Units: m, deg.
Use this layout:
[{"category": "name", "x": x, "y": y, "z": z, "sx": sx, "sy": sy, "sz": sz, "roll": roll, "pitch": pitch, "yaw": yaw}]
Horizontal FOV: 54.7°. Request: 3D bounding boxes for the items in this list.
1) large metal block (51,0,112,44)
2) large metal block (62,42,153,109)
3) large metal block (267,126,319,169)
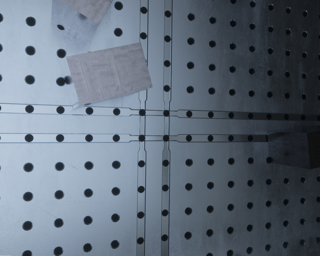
[{"category": "large metal block", "x": -0.081, "y": -0.153, "z": 0.354, "sx": 0.050, "sy": 0.080, "sz": 0.080, "roll": 29, "pitch": 80, "yaw": -18}, {"category": "large metal block", "x": -0.064, "y": -0.058, "z": 0.360, "sx": 0.081, "sy": 0.080, "sz": 0.050, "roll": -17, "pitch": 96, "yaw": -20}, {"category": "large metal block", "x": 0.224, "y": 0.026, "z": 0.468, "sx": 0.081, "sy": 0.080, "sz": 0.050, "roll": -8, "pitch": 93, "yaw": -20}]
